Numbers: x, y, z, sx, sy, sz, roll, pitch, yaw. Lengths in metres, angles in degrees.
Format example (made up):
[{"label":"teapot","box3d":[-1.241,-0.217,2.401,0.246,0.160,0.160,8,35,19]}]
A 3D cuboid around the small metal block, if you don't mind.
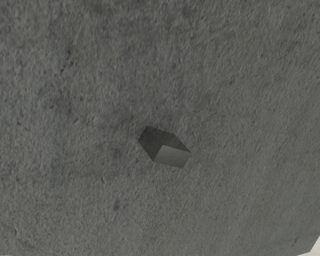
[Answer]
[{"label":"small metal block","box3d":[0.006,0.025,0.411,0.050,0.050,0.025,18,109,-36]}]
